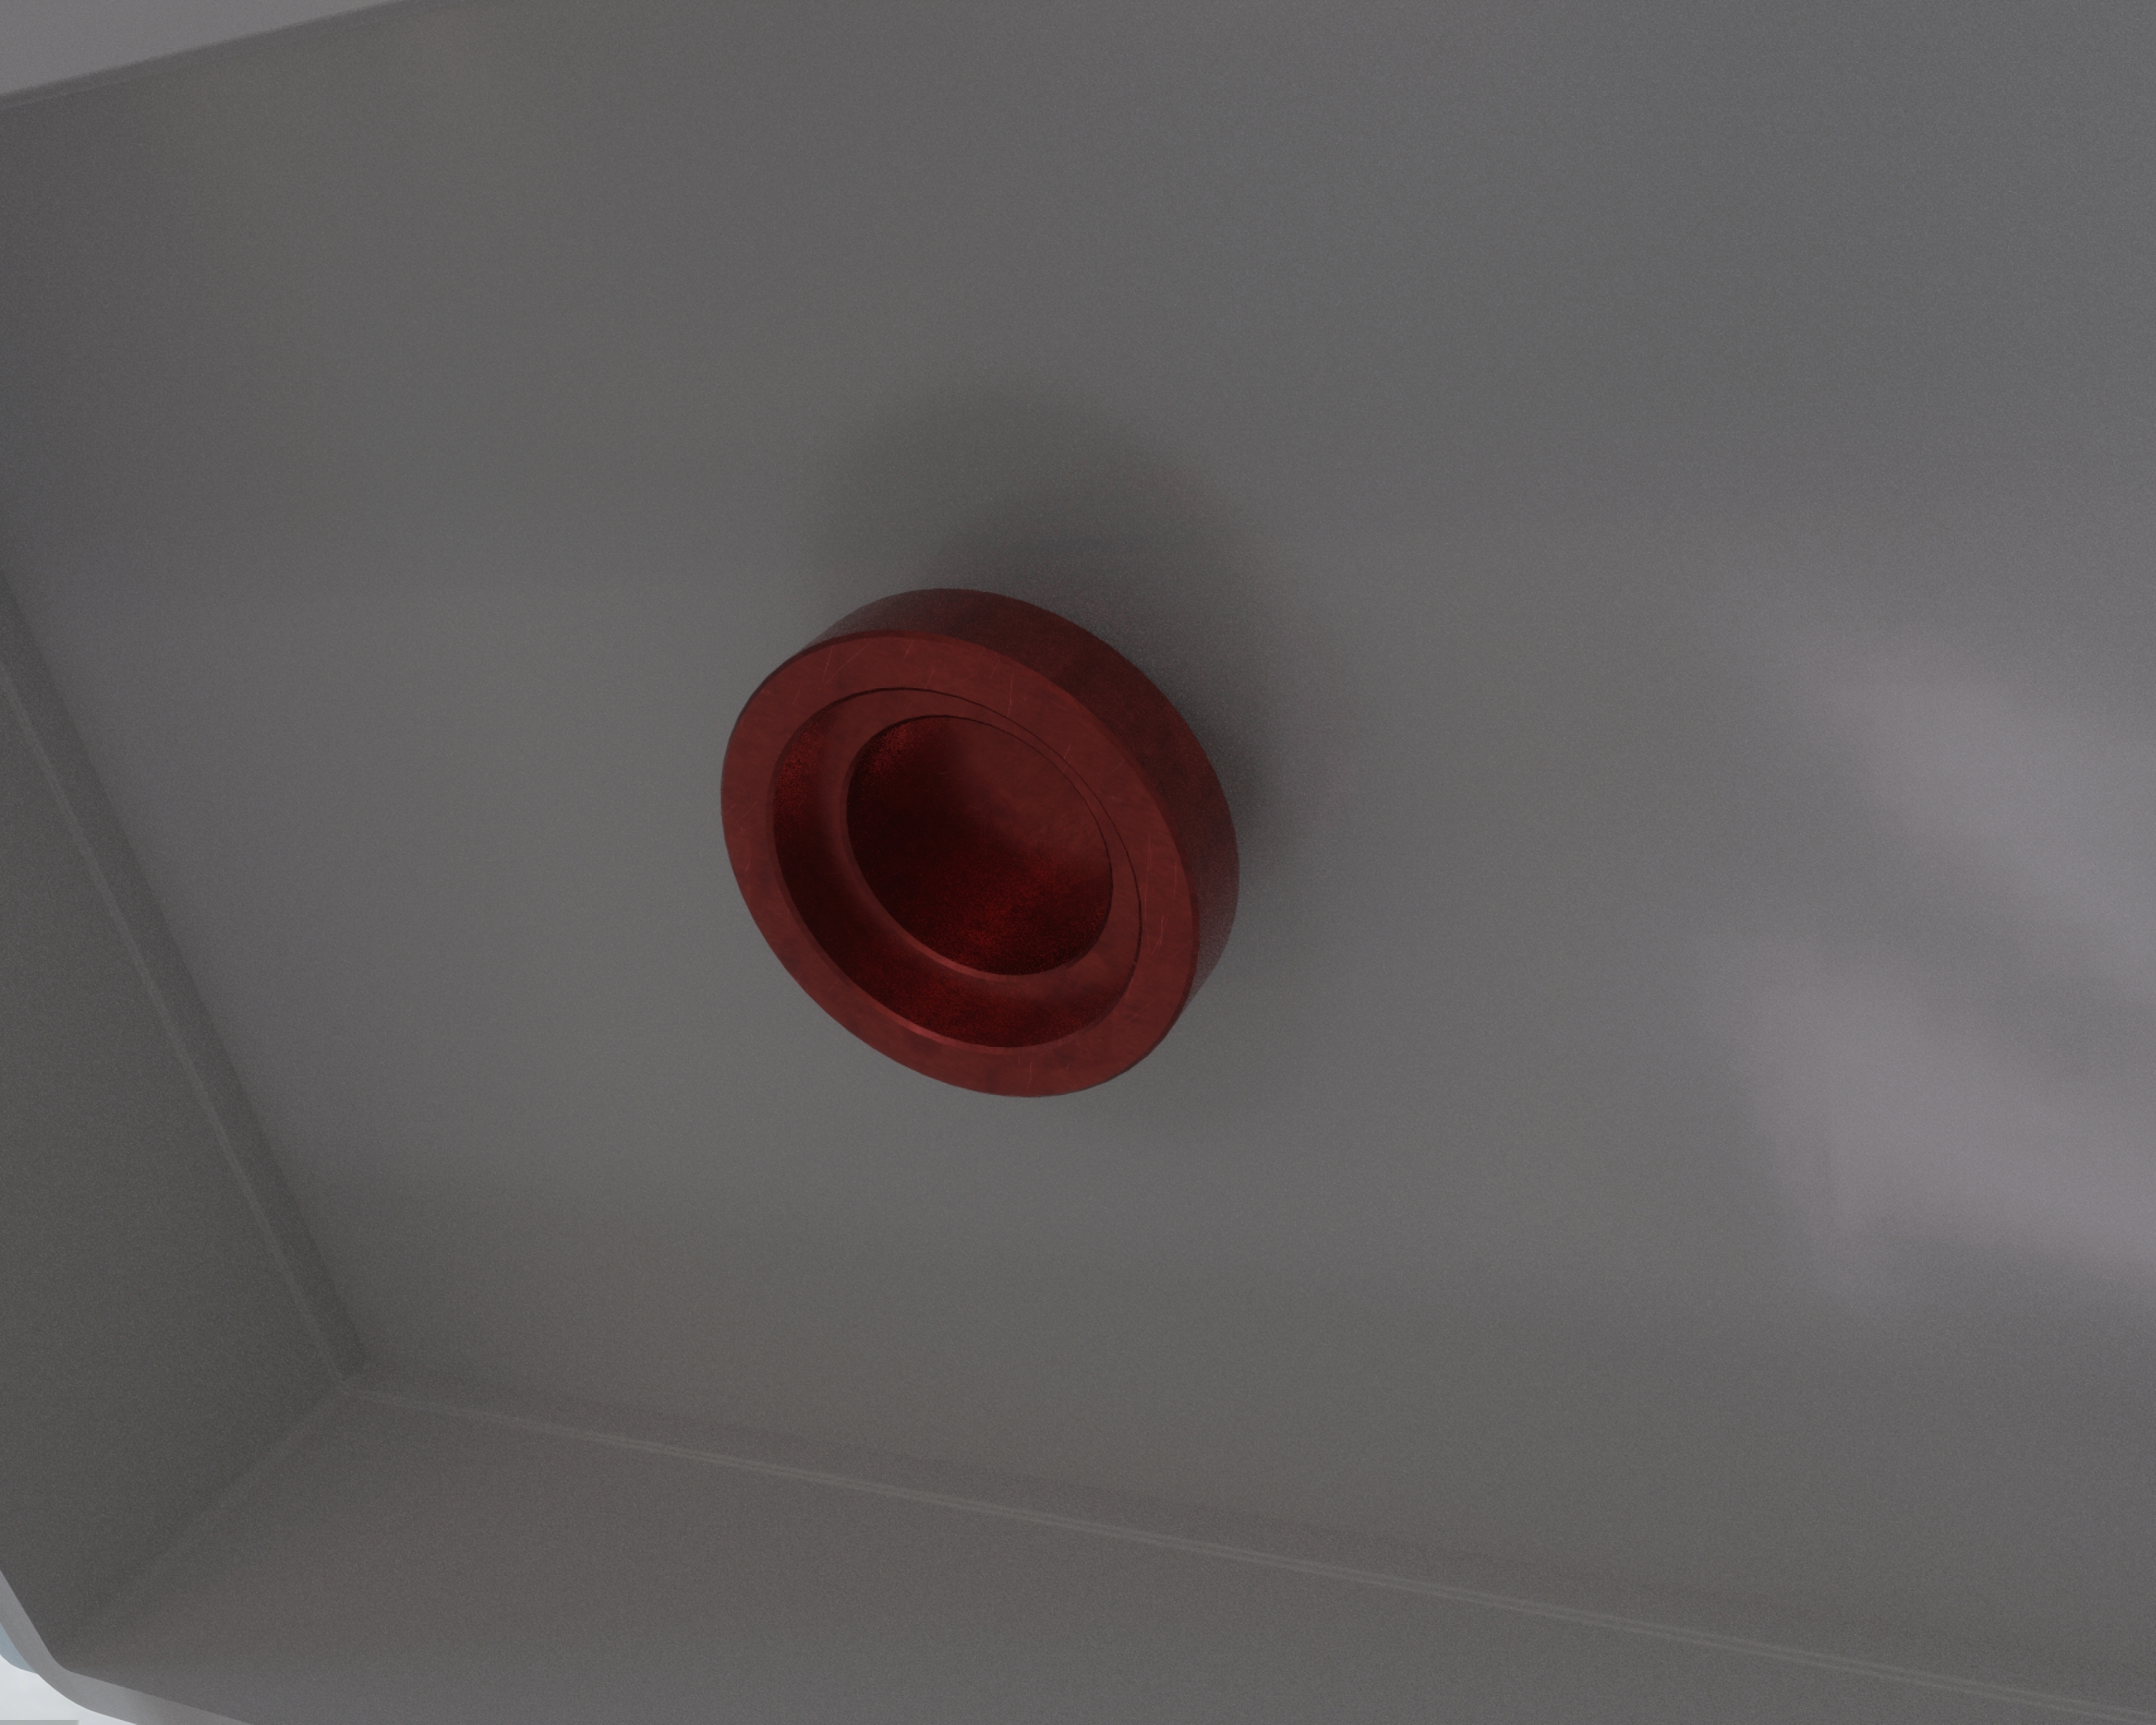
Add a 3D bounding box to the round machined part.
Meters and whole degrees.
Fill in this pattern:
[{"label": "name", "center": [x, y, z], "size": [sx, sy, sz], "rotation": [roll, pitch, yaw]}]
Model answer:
[{"label": "round machined part", "center": [-0.015, -0.007, 0.398], "size": [0.098, 0.042, 0.097], "rotation": [13, 124, 21]}]
